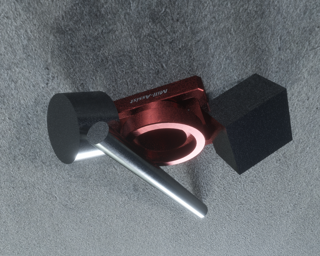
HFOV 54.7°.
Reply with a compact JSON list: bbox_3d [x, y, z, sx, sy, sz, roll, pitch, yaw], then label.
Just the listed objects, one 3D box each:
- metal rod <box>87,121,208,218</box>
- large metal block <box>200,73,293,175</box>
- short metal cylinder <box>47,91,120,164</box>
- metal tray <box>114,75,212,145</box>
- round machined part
[{"bbox_3d":[0.005,0.073,0.413,0.025,0.025,0.300,-21,144,17],"label":"metal rod"},{"bbox_3d":[0.104,-0.005,0.368,0.080,0.050,0.080,-32,128,-8],"label":"large metal block"},{"bbox_3d":[-0.090,-0.002,0.361,0.050,0.080,0.079,-10,142,-42],"label":"short metal cylinder"},{"bbox_3d":[0.002,-0.006,0.400,0.130,0.030,0.090,-16,129,12],"label":"metal tray"},{"bbox_3d":[0.002,0.005,0.370,0.099,0.042,0.098,-4,146,-3],"label":"round machined part"}]
